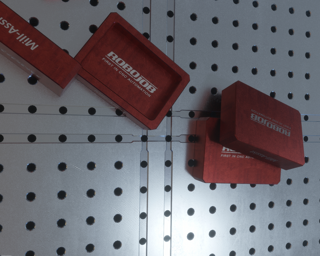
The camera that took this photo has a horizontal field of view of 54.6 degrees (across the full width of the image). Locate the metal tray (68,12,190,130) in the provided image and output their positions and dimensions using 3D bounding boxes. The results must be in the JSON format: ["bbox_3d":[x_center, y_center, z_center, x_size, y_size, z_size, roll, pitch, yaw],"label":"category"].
[{"bbox_3d":[-0.037,-0.069,0.395,0.130,0.030,0.090,38,78,-16],"label":"metal tray"}]

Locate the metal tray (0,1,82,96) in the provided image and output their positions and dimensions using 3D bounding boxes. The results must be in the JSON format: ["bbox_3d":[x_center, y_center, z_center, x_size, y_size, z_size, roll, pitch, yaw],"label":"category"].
[{"bbox_3d":[-0.148,-0.088,0.323,0.130,0.090,0.030,38,78,-16],"label":"metal tray"}]

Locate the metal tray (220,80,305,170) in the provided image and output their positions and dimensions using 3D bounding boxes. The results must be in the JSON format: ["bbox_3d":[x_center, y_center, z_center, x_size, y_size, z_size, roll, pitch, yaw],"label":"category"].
[{"bbox_3d":[0.146,-0.002,0.438,0.131,0.030,0.090,20,61,-24],"label":"metal tray"}]

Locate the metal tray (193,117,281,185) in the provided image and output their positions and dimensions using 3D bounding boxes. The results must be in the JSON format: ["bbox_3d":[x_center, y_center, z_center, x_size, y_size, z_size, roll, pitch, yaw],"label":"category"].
[{"bbox_3d":[0.116,0.034,0.452,0.131,0.030,0.090,5,88,-20],"label":"metal tray"}]
